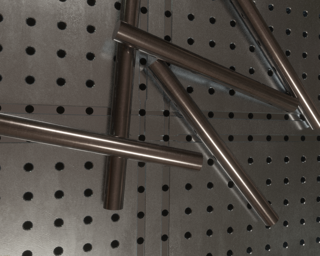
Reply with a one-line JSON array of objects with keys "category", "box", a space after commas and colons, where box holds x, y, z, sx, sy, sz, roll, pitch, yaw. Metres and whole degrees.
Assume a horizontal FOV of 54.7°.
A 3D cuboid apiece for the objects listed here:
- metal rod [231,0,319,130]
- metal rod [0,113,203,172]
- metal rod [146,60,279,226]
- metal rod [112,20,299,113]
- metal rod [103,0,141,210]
[{"category": "metal rod", "box": [0.173, -0.121, 0.478, 0.025, 0.025, 0.300, -41, 103, -16]}, {"category": "metal rod", "box": [-0.095, 0.013, 0.357, 0.302, 0.025, 0.025, 12, 86, -13]}, {"category": "metal rod", "box": [0.082, 0.027, 0.444, 0.025, 0.025, 0.300, -42, 104, -15]}, {"category": "metal rod", "box": [0.079, -0.076, 0.428, 0.302, 0.025, 0.025, 17, 84, -25]}, {"category": "metal rod", "box": [-0.047, -0.048, 0.395, 0.025, 0.025, 0.298, 5, 88, -20]}]
